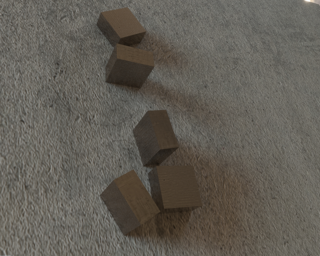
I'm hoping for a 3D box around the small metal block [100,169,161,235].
[{"bbox_3d":[-0.033,0.078,0.322,0.025,0.050,0.050,-25,76,-37],"label":"small metal block"}]

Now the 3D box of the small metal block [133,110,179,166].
[{"bbox_3d":[-0.007,0.012,0.376,0.025,0.050,0.050,-5,64,-30],"label":"small metal block"}]

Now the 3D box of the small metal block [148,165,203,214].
[{"bbox_3d":[0.017,0.073,0.368,0.050,0.025,0.050,3,60,-27],"label":"small metal block"}]

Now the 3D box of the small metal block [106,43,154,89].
[{"bbox_3d":[-0.042,-0.081,0.415,0.050,0.050,0.025,8,59,-24],"label":"small metal block"}]

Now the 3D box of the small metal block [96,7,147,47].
[{"bbox_3d":[-0.058,-0.150,0.464,0.050,0.025,0.050,-29,78,-37],"label":"small metal block"}]
